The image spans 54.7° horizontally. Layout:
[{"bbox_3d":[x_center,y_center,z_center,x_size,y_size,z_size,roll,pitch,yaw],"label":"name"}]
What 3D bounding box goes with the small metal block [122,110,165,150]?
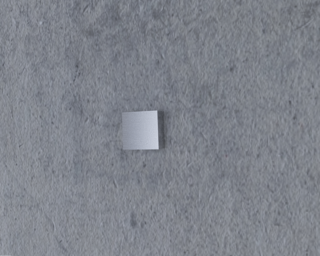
[{"bbox_3d":[-0.022,0.003,0.416,0.050,0.025,0.050,-2,89,19],"label":"small metal block"}]
